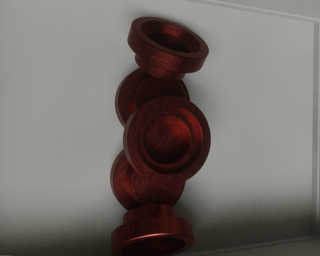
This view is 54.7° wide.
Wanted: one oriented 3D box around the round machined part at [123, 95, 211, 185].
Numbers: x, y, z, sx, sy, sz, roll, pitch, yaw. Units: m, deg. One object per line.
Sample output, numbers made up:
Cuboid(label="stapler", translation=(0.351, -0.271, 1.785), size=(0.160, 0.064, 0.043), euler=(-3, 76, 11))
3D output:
Cuboid(label="round machined part", translation=(0.005, 0.013, 0.357), size=(0.099, 0.042, 0.097), euler=(0, 90, -21))

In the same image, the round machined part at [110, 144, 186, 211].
Cuboid(label="round machined part", translation=(-0.011, 0.065, 0.396), size=(0.099, 0.042, 0.097), euler=(0, 90, -21))

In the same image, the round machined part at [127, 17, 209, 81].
Cuboid(label="round machined part", translation=(0.007, -0.095, 0.384), size=(0.099, 0.098, 0.042), euler=(8, 130, -20))

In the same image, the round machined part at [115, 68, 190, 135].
Cuboid(label="round machined part", translation=(-0.005, -0.032, 0.398), size=(0.099, 0.042, 0.097), euler=(0, 90, -21))

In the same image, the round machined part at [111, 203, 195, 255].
Cuboid(label="round machined part", translation=(-0.010, 0.126, 0.378), size=(0.099, 0.097, 0.042), euler=(7, 50, -20))
